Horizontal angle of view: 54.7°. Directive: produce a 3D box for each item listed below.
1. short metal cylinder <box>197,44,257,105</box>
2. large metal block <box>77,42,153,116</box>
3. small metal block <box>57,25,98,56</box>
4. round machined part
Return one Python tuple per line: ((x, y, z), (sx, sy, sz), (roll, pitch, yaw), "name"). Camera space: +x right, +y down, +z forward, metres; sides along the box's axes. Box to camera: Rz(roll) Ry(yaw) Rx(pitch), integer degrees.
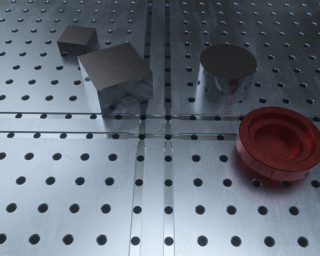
((0.097, -0.080, 0.460), (0.081, 0.050, 0.080), (0, 50, 0), "short metal cylinder")
((-0.064, -0.073, 0.452), (0.081, 0.050, 0.080), (-22, 54, -18), "large metal block")
((-0.140, -0.149, 0.531), (0.050, 0.025, 0.050), (9, 51, 7), "small metal block")
((0.142, 0.023, 0.379), (0.099, 0.042, 0.098), (0, 50, 0), "round machined part")
